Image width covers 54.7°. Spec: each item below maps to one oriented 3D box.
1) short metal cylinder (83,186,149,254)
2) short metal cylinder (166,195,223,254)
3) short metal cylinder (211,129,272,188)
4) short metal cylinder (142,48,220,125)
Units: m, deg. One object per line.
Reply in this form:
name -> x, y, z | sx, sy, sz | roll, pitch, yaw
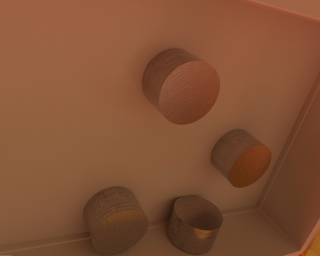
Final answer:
short metal cylinder -> -0.063, 0.131, 0.440 | 0.081, 0.050, 0.079 | -14, 125, -21
short metal cylinder -> 0.055, 0.155, 0.501 | 0.081, 0.080, 0.050 | 1, 118, -29
short metal cylinder -> 0.129, 0.048, 0.496 | 0.081, 0.050, 0.079 | -14, 125, -21
short metal cylinder -> 0.025, -0.051, 0.376 | 0.081, 0.050, 0.079 | -14, 125, -21
